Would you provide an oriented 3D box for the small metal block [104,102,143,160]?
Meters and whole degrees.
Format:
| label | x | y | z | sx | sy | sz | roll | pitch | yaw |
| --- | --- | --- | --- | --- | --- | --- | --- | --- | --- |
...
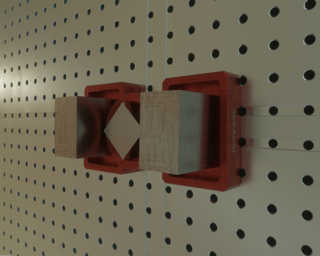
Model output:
| label | x | y | z | sx | sy | sz | roll | pitch | yaw |
| --- | --- | --- | --- | --- | --- | --- | --- | --- | --- |
| small metal block | -0.038 | 0.003 | 0.388 | 0.050 | 0.025 | 0.050 | 52 | 120 | 27 |

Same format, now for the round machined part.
| label | x | y | z | sx | sy | sz | roll | pitch | yaw |
| --- | --- | --- | --- | --- | --- | --- | --- | --- | --- |
| round machined part | -0.023 | 0.004 | 0.406 | 0.098 | 0.042 | 0.097 | 0 | 90 | 40 |

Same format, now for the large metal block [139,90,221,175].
| label | x | y | z | sx | sy | sz | roll | pitch | yaw |
| --- | --- | --- | --- | --- | --- | --- | --- | --- | --- |
| large metal block | 0.024 | 0.003 | 0.336 | 0.050 | 0.081 | 0.079 | 2 | 91 | 40 |

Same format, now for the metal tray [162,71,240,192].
| label | x | y | z | sx | sy | sz | roll | pitch | yaw |
| --- | --- | --- | --- | --- | --- | --- | --- | --- | --- |
| metal tray | 0.046 | 0.003 | 0.367 | 0.090 | 0.030 | 0.129 | 0 | 90 | 40 |

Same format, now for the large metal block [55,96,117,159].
| label | x | y | z | sx | sy | sz | roll | pitch | yaw |
| --- | --- | --- | --- | --- | --- | --- | --- | --- | --- |
| large metal block | -0.099 | -0.001 | 0.438 | 0.050 | 0.081 | 0.080 | 1 | 91 | 40 |

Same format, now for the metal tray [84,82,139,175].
| label | x | y | z | sx | sy | sz | roll | pitch | yaw |
| --- | --- | --- | --- | --- | --- | --- | --- | --- | --- |
| metal tray | -0.075 | 0.000 | 0.467 | 0.090 | 0.030 | 0.129 | 1 | 90 | 40 |
